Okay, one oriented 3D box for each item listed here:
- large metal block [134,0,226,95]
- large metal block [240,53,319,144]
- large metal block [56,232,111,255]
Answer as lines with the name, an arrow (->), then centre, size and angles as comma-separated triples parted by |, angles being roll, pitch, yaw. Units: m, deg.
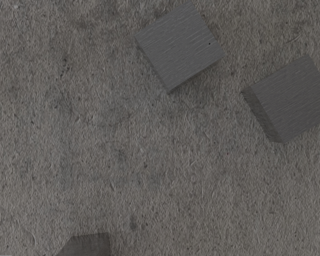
large metal block -> 0.024, -0.100, 0.397 | 0.080, 0.050, 0.080 | -33, 90, 0
large metal block -> 0.165, -0.036, 0.398 | 0.080, 0.050, 0.080 | -30, 90, 0
large metal block -> -0.091, 0.185, 0.382 | 0.050, 0.080, 0.080 | -7, 90, 0
